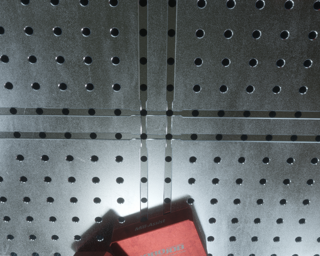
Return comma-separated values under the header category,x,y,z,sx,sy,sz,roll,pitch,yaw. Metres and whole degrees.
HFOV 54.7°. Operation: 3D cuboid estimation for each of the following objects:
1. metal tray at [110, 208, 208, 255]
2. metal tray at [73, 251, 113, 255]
category,x,y,z,sx,sy,sz,roll,pitch,yaw
metal tray,0.000,0.185,0.479,0.131,0.030,0.090,-19,109,6
metal tray,-0.075,0.246,0.478,0.090,0.030,0.130,-21,113,40
